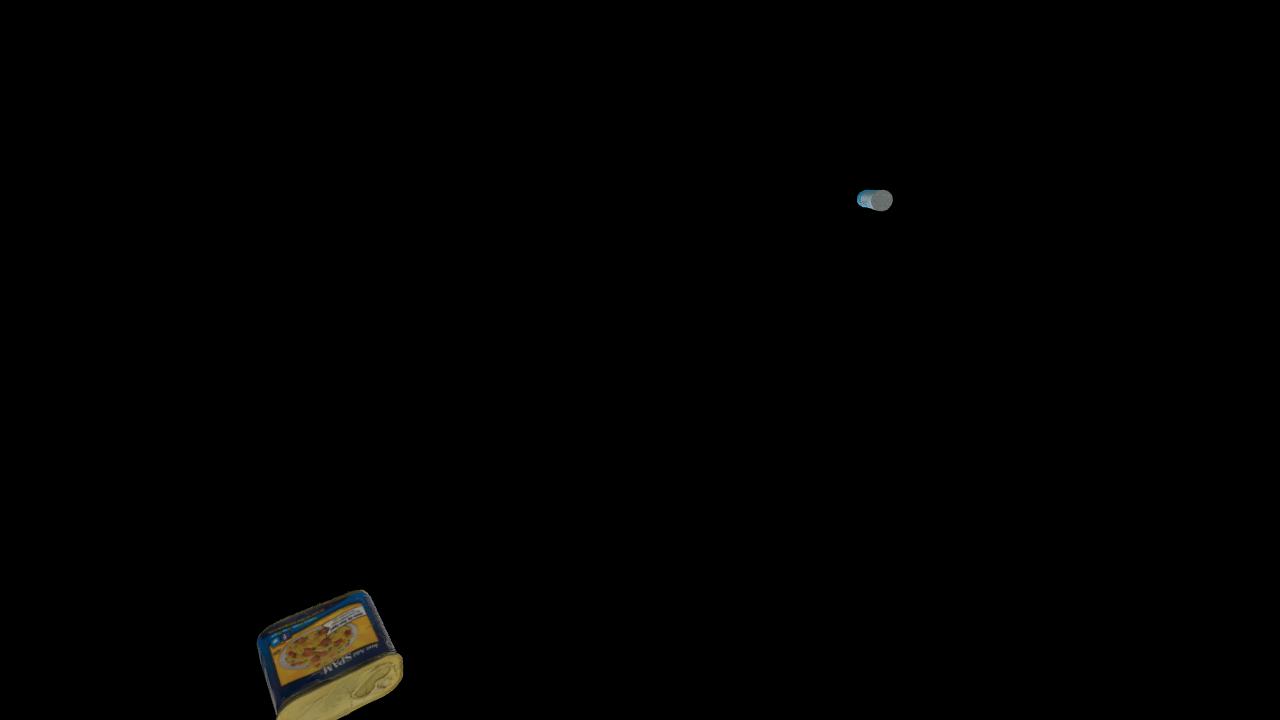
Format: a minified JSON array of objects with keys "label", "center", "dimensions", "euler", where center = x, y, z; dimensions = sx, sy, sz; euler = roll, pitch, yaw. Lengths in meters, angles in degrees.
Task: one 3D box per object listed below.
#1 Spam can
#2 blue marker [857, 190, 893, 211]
[{"label":"Spam can","center":[-0.277,0.266,0.549],"dimensions":[0.101,0.058,0.085],"euler":[-13,39,-39]},{"label":"blue marker","center":[0.232,-0.160,0.612],"dimensions":[0.020,0.020,0.121],"euler":[0,15,13]}]
